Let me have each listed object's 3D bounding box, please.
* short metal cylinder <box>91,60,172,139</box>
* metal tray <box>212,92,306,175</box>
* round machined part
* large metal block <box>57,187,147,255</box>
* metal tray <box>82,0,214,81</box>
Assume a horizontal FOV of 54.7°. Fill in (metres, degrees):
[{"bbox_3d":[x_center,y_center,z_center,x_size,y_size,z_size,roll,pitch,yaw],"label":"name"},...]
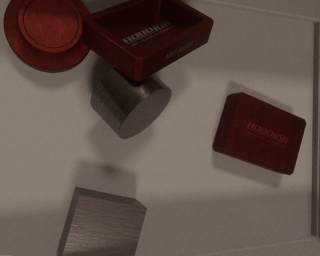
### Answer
[{"bbox_3d":[-0.033,-0.033,0.362,0.080,0.080,0.050,-40,74,-16],"label":"short metal cylinder"},{"bbox_3d":[0.152,0.010,0.466,0.131,0.030,0.090,20,83,-19],"label":"metal tray"},{"bbox_3d":[-0.125,-0.115,0.355,0.099,0.042,0.097,0,90,-21],"label":"round machined part"},{"bbox_3d":[-0.070,0.122,0.372,0.081,0.050,0.080,17,84,-20],"label":"large metal block"},{"bbox_3d":[-0.011,-0.112,0.358,0.090,0.030,0.131,38,52,21],"label":"metal tray"}]
